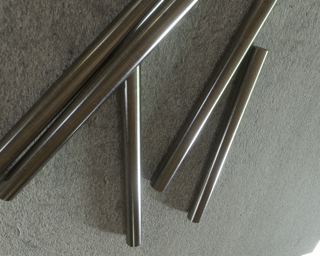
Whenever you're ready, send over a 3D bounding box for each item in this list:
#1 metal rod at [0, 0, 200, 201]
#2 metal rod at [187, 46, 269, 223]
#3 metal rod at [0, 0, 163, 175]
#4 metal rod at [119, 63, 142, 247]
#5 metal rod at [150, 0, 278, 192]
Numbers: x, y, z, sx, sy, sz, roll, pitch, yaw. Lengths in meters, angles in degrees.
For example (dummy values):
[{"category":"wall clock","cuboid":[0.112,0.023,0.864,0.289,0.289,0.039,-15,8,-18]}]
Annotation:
[{"category":"metal rod","cuboid":[-0.074,-0.030,0.328,0.299,0.025,0.025,-45,130,10]},{"category":"metal rod","cuboid":[0.096,0.024,0.473,0.025,0.025,0.298,1,118,-29]},{"category":"metal rod","cuboid":[-0.084,-0.057,0.325,0.300,0.025,0.025,-46,129,3]},{"category":"metal rod","cuboid":[-0.037,0.052,0.418,0.025,0.025,0.298,-12,124,-22]},{"category":"metal rod","cuboid":[0.066,-0.039,0.418,0.025,0.025,0.298,17,109,-35]}]
